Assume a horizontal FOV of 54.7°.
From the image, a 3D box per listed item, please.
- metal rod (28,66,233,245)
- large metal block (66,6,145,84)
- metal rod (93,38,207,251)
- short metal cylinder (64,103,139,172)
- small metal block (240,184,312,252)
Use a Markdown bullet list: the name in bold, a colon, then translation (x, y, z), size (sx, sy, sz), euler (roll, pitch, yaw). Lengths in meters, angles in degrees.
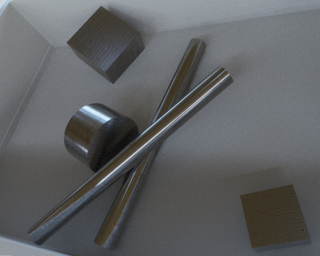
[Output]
- **metal rod**: translation (-0.037, 0.034, 0.369), size (0.300, 0.025, 0.025), euler (-41, 51, 3)
- **large metal block**: translation (-0.084, -0.131, 0.494), size (0.080, 0.050, 0.080), euler (38, 83, 13)
- **metal rod**: translation (-0.005, 0.007, 0.402), size (0.025, 0.025, 0.300), euler (13, 68, 33)
- **short metal cylinder**: translation (-0.074, 0.014, 0.399), size (0.050, 0.080, 0.080), euler (27, 76, 37)
- **small metal block**: translation (0.109, 0.087, 0.295), size (0.050, 0.025, 0.050), euler (-17, 55, 18)
